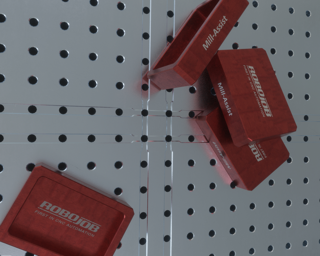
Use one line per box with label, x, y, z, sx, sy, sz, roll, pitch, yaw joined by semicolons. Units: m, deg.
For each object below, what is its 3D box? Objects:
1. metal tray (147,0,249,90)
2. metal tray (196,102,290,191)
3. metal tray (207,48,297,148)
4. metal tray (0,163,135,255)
metal tray;0.045;-0.110;0.392;0.030;0.090;0.130;39;78;-20
metal tray;0.123;0.014;0.455;0.090;0.030;0.130;-36;102;-16
metal tray;0.125;-0.045;0.429;0.091;0.030;0.130;-10;75;-27
metal tray;-0.108;0.110;0.370;0.130;0.030;0.090;30;80;-18
